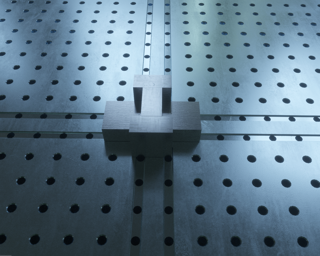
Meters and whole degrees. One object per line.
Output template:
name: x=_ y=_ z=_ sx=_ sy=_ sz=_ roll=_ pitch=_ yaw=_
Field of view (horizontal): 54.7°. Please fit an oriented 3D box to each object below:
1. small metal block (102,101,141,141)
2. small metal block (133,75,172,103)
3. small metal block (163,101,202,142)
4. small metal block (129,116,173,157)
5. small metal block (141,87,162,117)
small metal block: x=-0.048 y=-0.010 z=0.415 sx=0.050 sy=0.025 sz=0.050 roll=0 pitch=50 yaw=0
small metal block: x=-0.010 y=-0.046 z=0.430 sx=0.050 sy=0.050 sz=0.025 roll=1 pitch=50 yaw=0
small metal block: x=0.028 y=-0.009 z=0.415 sx=0.050 sy=0.025 sz=0.050 roll=1 pitch=50 yaw=0
small metal block: x=-0.010 y=0.011 z=0.381 sx=0.050 sy=0.050 sz=0.025 roll=1 pitch=50 yaw=0
small metal block: x=-0.010 y=-0.018 z=0.405 sx=0.025 sy=0.050 sz=0.050 roll=1 pitch=50 yaw=0
